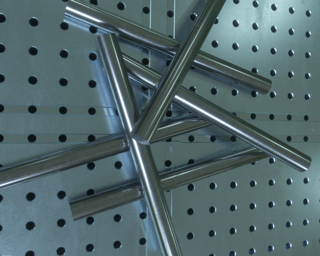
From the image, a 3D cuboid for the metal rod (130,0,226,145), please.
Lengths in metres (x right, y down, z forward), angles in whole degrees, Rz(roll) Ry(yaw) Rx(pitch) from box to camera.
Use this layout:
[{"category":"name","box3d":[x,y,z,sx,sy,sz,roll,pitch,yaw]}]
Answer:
[{"category":"metal rod","box3d":[0.043,-0.111,0.399,0.025,0.025,0.300,35,68,-17]}]

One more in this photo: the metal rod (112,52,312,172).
[{"category":"metal rod","box3d":[0.070,-0.019,0.411,0.301,0.025,0.025,28,81,-8]}]

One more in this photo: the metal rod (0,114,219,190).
[{"category":"metal rod","box3d":[-0.054,0.021,0.392,0.302,0.025,0.025,-16,96,-19]}]

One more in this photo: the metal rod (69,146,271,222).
[{"category":"metal rod","box3d":[0.031,0.066,0.423,0.302,0.025,0.025,-14,95,-20]}]

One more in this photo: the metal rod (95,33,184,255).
[{"category":"metal rod","box3d":[-0.021,0.036,0.376,0.025,0.025,0.299,-19,96,-19]}]

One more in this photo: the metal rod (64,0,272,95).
[{"category":"metal rod","box3d":[0.025,-0.105,0.421,0.302,0.025,0.025,17,84,-19]}]
